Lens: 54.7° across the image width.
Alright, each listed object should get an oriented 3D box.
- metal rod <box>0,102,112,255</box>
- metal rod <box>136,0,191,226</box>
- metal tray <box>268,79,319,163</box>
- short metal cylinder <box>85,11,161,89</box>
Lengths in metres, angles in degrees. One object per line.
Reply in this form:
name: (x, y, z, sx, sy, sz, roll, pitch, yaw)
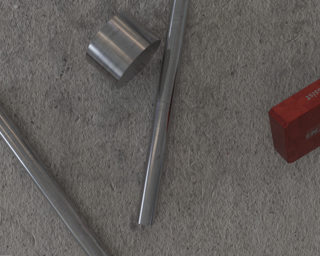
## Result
metal rod: (-0.148, 0.074, 0.408, 0.025, 0.025, 0.299, -36, 90, 0)
metal rod: (0.005, -0.023, 0.409, 0.025, 0.025, 0.298, 9, 90, 0)
metal tray: (0.201, -0.020, 0.380, 0.130, 0.090, 0.030, -32, 48, 0)
short metal cylinder: (-0.044, -0.095, 0.382, 0.050, 0.080, 0.080, 43, 90, 0)
